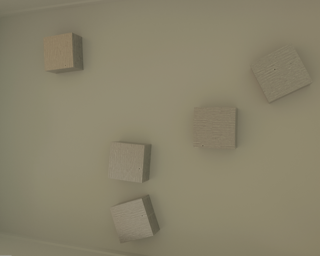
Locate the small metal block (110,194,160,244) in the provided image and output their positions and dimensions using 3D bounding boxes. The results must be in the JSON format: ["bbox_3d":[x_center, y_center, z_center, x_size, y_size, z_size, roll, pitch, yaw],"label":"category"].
[{"bbox_3d":[-0.034,0.124,0.423,0.050,0.025,0.050,-20,83,18],"label":"small metal block"}]

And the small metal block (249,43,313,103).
[{"bbox_3d":[0.140,-0.062,0.361,0.050,0.025,0.050,-27,81,18],"label":"small metal block"}]

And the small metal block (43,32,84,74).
[{"bbox_3d":[-0.144,-0.110,0.461,0.050,0.025,0.050,-3,89,20],"label":"small metal block"}]

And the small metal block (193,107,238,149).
[{"bbox_3d":[0.070,0.000,0.386,0.050,0.025,0.050,1,90,20],"label":"small metal block"}]

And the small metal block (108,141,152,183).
[{"bbox_3d":[-0.041,0.045,0.425,0.050,0.025,0.050,5,92,20],"label":"small metal block"}]
